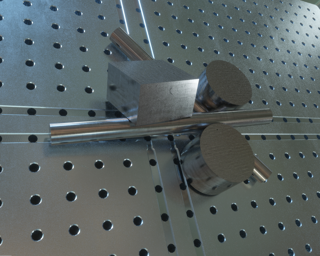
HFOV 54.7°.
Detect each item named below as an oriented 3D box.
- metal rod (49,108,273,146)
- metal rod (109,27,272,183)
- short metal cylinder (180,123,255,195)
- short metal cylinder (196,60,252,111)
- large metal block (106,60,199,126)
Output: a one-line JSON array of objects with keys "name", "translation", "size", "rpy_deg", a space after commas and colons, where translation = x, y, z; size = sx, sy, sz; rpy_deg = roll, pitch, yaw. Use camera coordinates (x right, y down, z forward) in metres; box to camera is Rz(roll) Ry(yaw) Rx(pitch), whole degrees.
[{"name": "metal rod", "translation": [0.019, -0.005, 0.396], "size": [0.303, 0.025, 0.025], "rpy_deg": [-5, 64, -24]}, {"name": "metal rod", "translation": [0.043, -0.034, 0.448], "size": [0.300, 0.025, 0.025], "rpy_deg": [44, 51, 2]}, {"name": "short metal cylinder", "translation": [0.074, 0.041, 0.402], "size": [0.081, 0.050, 0.080], "rpy_deg": [14, 56, -21]}, {"name": "short metal cylinder", "translation": [0.091, -0.056, 0.471], "size": [0.081, 0.050, 0.080], "rpy_deg": [14, 56, -21]}, {"name": "large metal block", "translation": [-0.012, -0.048, 0.387], "size": [0.081, 0.050, 0.080], "rpy_deg": [-11, 33, -32]}]
